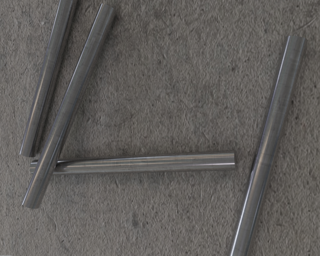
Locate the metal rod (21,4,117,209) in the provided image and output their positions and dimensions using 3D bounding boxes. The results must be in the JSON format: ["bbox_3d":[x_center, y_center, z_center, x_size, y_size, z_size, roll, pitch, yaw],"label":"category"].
[{"bbox_3d":[-0.128,-0.030,0.437,0.025,0.025,0.299,22,91,18],"label":"metal rod"}]

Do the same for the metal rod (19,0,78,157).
[{"bbox_3d":[-0.162,-0.100,0.466,0.025,0.025,0.298,19,96,19],"label":"metal rod"}]

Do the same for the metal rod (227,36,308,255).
[{"bbox_3d":[0.121,0.043,0.365,0.025,0.025,0.298,15,95,19],"label":"metal rod"}]

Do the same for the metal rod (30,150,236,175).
[{"bbox_3d":[-0.050,0.050,0.426,0.301,0.025,0.025,-4,89,19],"label":"metal rod"}]
